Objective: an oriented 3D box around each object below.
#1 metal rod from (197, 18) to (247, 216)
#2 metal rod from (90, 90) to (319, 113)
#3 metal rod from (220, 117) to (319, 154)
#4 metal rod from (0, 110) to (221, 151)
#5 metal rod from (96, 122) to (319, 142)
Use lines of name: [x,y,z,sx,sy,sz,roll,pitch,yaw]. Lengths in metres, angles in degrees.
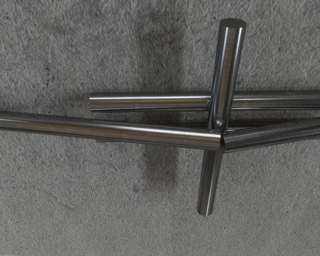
metal rod: [0.070,0.014,0.389,0.025,0.025,0.298,0,130,0]
metal rod: [0.067,-0.033,0.381,0.302,0.025,0.025,-1,130,0]
metal rod: [0.220,-0.005,0.375,0.302,0.025,0.025,-9,131,-6]
metal rod: [-0.080,0.001,0.375,0.302,0.025,0.025,5,131,7]
metal rod: [0.067,0.005,0.413,0.302,0.025,0.025,-1,130,0]
